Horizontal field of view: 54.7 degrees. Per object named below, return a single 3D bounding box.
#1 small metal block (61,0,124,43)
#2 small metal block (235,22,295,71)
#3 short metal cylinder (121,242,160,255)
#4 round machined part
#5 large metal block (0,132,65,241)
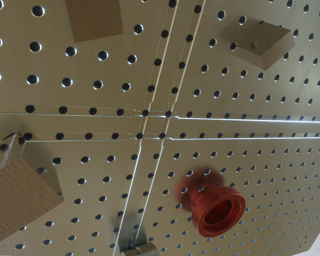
[{"bbox_3d":[-0.067,-0.116,0.304,0.050,0.025,0.050,-18,126,-19],"label":"small metal block"},{"bbox_3d":[0.137,-0.108,0.405,0.050,0.050,0.025,-40,130,-1],"label":"small metal block"},{"bbox_3d":[-0.028,0.236,0.508,0.050,0.080,0.079,-11,123,-23],"label":"short metal cylinder"},{"bbox_3d":[0.097,0.141,0.543,0.099,0.042,0.097,-14,125,-21],"label":"round machined part"},{"bbox_3d":[-0.168,0.066,0.344,0.080,0.050,0.080,-32,129,-8],"label":"large metal block"}]
